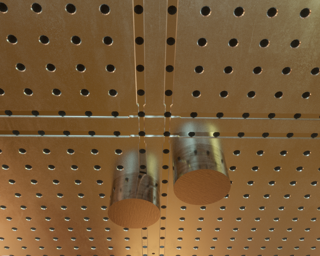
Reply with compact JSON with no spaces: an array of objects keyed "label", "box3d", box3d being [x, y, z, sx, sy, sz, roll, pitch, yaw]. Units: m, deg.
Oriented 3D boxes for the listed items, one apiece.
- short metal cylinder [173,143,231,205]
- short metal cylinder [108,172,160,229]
[{"label":"short metal cylinder","box3d":[0.059,0.069,0.455,0.081,0.050,0.079,0,130,0]},{"label":"short metal cylinder","box3d":[-0.040,0.116,0.494,0.081,0.050,0.079,0,130,0]}]
